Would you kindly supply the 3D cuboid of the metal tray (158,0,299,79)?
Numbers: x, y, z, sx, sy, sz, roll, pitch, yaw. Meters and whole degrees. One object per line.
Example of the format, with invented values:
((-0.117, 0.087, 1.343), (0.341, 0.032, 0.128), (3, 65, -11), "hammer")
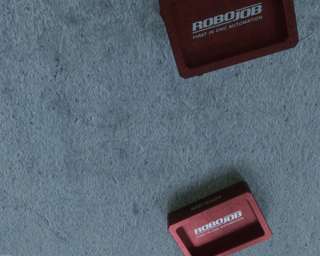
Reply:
((0.072, -0.115, 0.332), (0.131, 0.030, 0.090), (-16, 110, 5), "metal tray")

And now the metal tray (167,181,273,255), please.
((0.087, 0.145, 0.461), (0.130, 0.030, 0.090), (-27, 108, 9), "metal tray")

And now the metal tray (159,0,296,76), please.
((0.076, -0.131, 0.359), (0.130, 0.030, 0.090), (-29, 108, 10), "metal tray")
